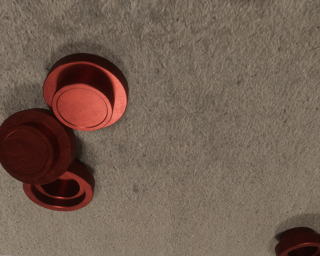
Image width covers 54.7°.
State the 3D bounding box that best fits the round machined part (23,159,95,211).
[{"bbox_3d":[-0.146,0.078,0.460,0.099,0.042,0.097,-1,130,0],"label":"round machined part"}]

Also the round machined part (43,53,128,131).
[{"bbox_3d":[-0.088,-0.035,0.365,0.099,0.042,0.097,-1,130,0],"label":"round machined part"}]

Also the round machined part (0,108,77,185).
[{"bbox_3d":[-0.159,0.026,0.387,0.099,0.042,0.097,1,100,3],"label":"round machined part"}]

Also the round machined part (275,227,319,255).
[{"bbox_3d":[0.270,0.226,0.593,0.099,0.042,0.097,-1,130,0],"label":"round machined part"}]
